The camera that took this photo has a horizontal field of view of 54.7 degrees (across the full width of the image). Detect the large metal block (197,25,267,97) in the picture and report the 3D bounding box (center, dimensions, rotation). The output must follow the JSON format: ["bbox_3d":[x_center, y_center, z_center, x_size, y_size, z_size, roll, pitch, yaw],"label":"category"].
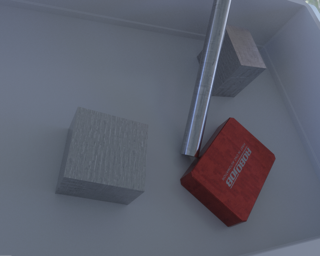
[{"bbox_3d":[0.111,-0.105,0.497,0.050,0.080,0.080,0,62,-29],"label":"large metal block"}]

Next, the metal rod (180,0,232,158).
[{"bbox_3d":[0.072,-0.108,0.428,0.025,0.025,0.299,16,82,-20],"label":"metal rod"}]

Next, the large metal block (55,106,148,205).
[{"bbox_3d":[-0.061,0.032,0.338,0.081,0.050,0.080,15,56,-20],"label":"large metal block"}]

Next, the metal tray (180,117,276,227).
[{"bbox_3d":[0.097,0.055,0.423,0.090,0.030,0.131,42,51,1],"label":"metal tray"}]
